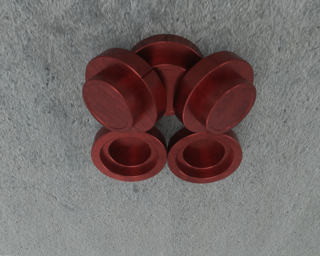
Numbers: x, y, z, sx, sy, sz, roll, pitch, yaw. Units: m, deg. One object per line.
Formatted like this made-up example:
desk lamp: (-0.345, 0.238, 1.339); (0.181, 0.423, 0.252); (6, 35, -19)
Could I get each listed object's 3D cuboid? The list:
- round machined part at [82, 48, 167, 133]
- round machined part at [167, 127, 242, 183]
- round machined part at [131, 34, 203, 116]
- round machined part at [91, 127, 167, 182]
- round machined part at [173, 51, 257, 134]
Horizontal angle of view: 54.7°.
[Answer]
round machined part: (-0.045, -0.033, 0.337); (0.098, 0.042, 0.097); (24, 139, 23)
round machined part: (0.059, 0.029, 0.423); (0.099, 0.042, 0.097); (-1, 130, 0)
round machined part: (0.006, -0.052, 0.352); (0.099, 0.042, 0.097); (-1, 130, 0)
round machined part: (-0.040, 0.025, 0.418); (0.099, 0.042, 0.097); (-1, 130, 0)
round machined part: (0.067, -0.032, 0.343); (0.099, 0.042, 0.097); (-24, 141, -21)
